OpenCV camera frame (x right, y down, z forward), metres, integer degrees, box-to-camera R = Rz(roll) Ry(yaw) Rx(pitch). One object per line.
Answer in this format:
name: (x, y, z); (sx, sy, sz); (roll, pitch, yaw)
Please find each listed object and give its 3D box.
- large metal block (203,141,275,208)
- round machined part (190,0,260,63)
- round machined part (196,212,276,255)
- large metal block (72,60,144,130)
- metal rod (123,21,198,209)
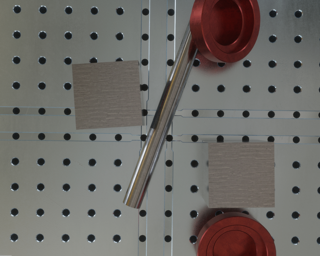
large metal block: (0.099, 0.057, 0.402); (0.081, 0.050, 0.079); (-1, 90, 0)
round machined part: (0.077, -0.132, 0.390); (0.099, 0.042, 0.097); (-9, 106, -32)
round machined part: (0.096, 0.158, 0.406); (0.099, 0.042, 0.097); (0, 90, 0)
large metal block: (-0.064, -0.040, 0.400); (0.081, 0.050, 0.080); (-4, 90, 0)
metal rod: (0.014, -0.038, 0.413); (0.025, 0.025, 0.299); (20, 90, 0)
